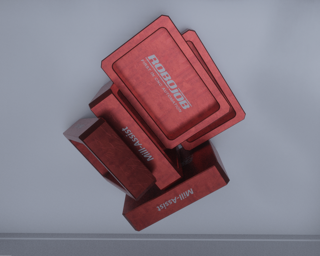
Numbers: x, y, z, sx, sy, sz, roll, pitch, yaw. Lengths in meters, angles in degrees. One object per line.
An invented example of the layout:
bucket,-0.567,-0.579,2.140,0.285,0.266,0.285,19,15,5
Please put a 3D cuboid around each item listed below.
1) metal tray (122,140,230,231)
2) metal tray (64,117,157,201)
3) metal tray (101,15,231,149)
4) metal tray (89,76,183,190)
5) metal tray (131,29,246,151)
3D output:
metal tray,0.017,0.068,0.400,0.130,0.090,0.030,-31,108,10
metal tray,-0.065,0.032,0.366,0.030,0.130,0.090,-44,107,-17
metal tray,0.008,-0.050,0.356,0.090,0.030,0.130,-35,106,12
metal tray,-0.024,0.002,0.374,0.030,0.090,0.130,-35,107,12
metal tray,0.036,-0.046,0.392,0.090,0.030,0.130,-32,106,12
